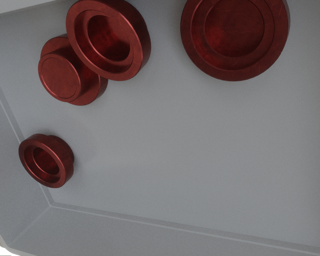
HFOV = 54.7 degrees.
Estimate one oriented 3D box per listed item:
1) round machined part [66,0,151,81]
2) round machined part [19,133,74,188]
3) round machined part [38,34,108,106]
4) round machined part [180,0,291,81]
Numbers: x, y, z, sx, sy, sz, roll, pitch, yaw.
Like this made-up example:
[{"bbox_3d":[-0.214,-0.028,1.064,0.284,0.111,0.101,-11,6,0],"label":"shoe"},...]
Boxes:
[{"bbox_3d":[-0.053,-0.105,0.351,0.098,0.042,0.097,20,140,18],"label":"round machined part"},{"bbox_3d":[-0.187,0.051,0.528,0.098,0.042,0.097,13,124,21],"label":"round machined part"},{"bbox_3d":[-0.123,-0.074,0.417,0.098,0.042,0.097,13,124,21],"label":"round machined part"},{"bbox_3d":[0.073,-0.098,0.298,0.098,0.042,0.097,13,124,21],"label":"round machined part"}]
